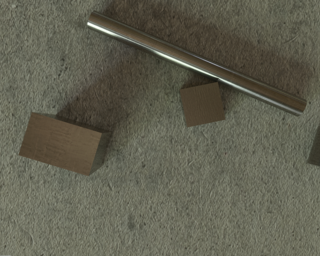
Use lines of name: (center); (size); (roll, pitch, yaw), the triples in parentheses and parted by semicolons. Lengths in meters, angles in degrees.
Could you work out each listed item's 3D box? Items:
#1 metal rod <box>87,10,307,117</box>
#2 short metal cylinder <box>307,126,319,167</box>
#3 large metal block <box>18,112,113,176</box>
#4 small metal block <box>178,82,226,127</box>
metal rod: (0.049, -0.085, 0.410); (0.301, 0.025, 0.025); (23, 90, -1)
short metal cylinder: (0.233, 0.032, 0.386); (0.080, 0.080, 0.050); (17, 90, -1)
large metal block: (-0.110, 0.018, 0.381); (0.080, 0.080, 0.050); (17, 90, -1)
small metal block: (0.055, -0.030, 0.411); (0.050, 0.025, 0.050); (-12, 90, -1)
